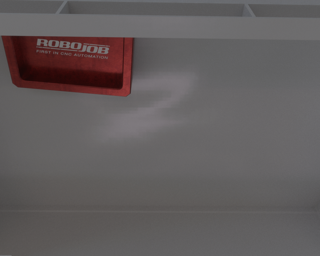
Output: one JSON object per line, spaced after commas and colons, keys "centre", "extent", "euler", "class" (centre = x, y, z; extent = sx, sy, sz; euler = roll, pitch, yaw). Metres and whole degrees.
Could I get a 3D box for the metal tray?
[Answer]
{"centre": [-0.094, -0.084, 0.333], "extent": [0.131, 0.030, 0.089], "euler": [5, 130, -4], "class": "metal tray"}
